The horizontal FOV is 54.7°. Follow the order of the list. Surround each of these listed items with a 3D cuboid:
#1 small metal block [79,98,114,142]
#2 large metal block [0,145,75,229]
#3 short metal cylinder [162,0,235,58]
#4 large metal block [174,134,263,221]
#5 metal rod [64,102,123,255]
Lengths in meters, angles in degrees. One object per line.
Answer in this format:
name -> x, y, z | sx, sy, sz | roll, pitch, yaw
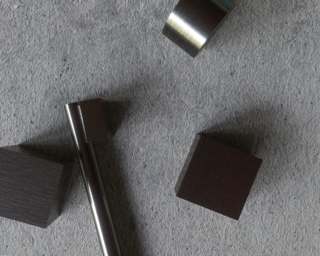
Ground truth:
small metal block -> -0.080, -0.010, 0.397 | 0.025, 0.050, 0.050 | -11, 90, 0
large metal block -> -0.165, 0.072, 0.396 | 0.080, 0.050, 0.080 | 16, 90, 0
short metal cylinder -> 0.047, -0.134, 0.383 | 0.050, 0.080, 0.080 | 38, 90, 0
large metal block -> 0.072, 0.060, 0.398 | 0.080, 0.050, 0.080 | 22, 90, 0
metal rod -> -0.077, 0.113, 0.409 | 0.025, 0.025, 0.298 | -15, 90, 0
